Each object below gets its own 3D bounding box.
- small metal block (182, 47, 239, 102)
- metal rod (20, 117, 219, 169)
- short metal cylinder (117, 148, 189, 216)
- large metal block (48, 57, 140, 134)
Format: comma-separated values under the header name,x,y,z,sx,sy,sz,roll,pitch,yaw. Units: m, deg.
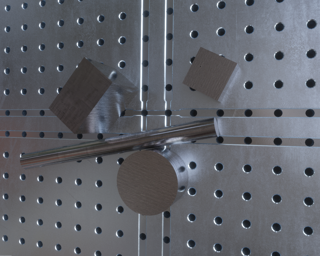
name,x,y,z,sx,sy,sz,roll,pitch,yaw
small metal block,0.064,-0.067,0.390,0.050,0.025,0.050,29,99,17
metal rod,-0.069,0.026,0.435,0.301,0.025,0.025,-11,87,19
short metal cylinder,-0.008,0.067,0.401,0.080,0.050,0.079,0,90,19
large metal block,-0.084,-0.039,0.412,0.050,0.080,0.080,42,103,15
